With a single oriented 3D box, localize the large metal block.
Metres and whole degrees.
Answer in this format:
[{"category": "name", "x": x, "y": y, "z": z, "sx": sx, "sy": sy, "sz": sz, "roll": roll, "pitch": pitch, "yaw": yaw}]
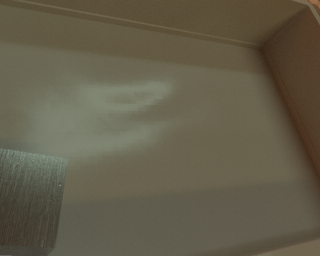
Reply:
[{"category": "large metal block", "x": -0.133, "y": 0.067, "z": 0.277, "sx": 0.081, "sy": 0.050, "sz": 0.080, "roll": 12, "pitch": 57, "yaw": -22}]
